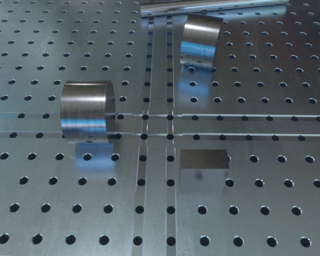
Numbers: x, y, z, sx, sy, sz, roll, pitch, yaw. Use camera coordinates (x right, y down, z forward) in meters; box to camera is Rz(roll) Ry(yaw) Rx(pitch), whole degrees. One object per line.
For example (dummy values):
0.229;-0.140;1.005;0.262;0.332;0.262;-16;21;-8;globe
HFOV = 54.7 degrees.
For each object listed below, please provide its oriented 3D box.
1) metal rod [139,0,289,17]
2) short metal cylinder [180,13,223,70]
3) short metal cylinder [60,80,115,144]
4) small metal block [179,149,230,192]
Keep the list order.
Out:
0.110;-0.247;0.615;0.302;0.025;0.025;-8;51;-7;metal rod
0.066;-0.135;0.486;0.050;0.080;0.080;13;51;10;short metal cylinder
-0.087;-0.020;0.388;0.050;0.080;0.080;0;50;0;short metal cylinder
0.048;0.049;0.350;0.050;0.050;0.025;0;50;0;small metal block
